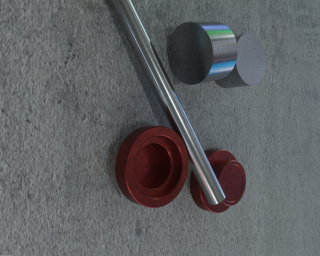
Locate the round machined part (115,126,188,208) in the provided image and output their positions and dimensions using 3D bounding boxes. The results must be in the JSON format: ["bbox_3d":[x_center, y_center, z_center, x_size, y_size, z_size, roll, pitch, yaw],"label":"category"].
[{"bbox_3d":[-0.014,0.046,0.384,0.099,0.042,0.097,0,90,-40],"label":"round machined part"}]

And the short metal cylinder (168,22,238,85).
[{"bbox_3d":[0.056,-0.102,0.418,0.050,0.080,0.079,-17,101,-39],"label":"short metal cylinder"}]

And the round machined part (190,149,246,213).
[{"bbox_3d":[0.095,0.082,0.477,0.099,0.042,0.097,0,90,-40],"label":"round machined part"}]

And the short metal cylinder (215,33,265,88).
[{"bbox_3d":[0.124,-0.106,0.495,0.081,0.050,0.079,0,90,-40],"label":"short metal cylinder"}]

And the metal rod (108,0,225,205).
[{"bbox_3d":[0.013,-0.031,0.396,0.025,0.025,0.299,-36,106,-34],"label":"metal rod"}]
